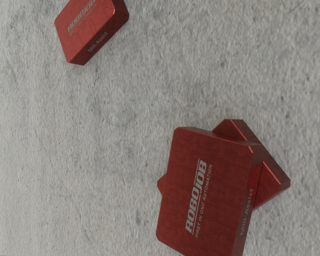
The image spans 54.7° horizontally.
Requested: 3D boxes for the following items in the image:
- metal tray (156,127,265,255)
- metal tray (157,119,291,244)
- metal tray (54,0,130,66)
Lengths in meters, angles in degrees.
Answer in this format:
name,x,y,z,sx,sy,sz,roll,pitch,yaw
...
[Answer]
name,x,y,z,sx,sy,sz,roll,pitch,yaw
metal tray,0.048,0.070,0.321,0.090,0.030,0.129,16,100,38
metal tray,0.064,0.063,0.348,0.129,0.030,0.090,-47,63,29
metal tray,-0.113,-0.172,0.492,0.130,0.030,0.090,-33,70,34
